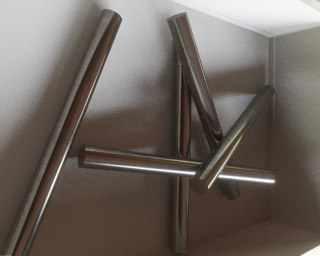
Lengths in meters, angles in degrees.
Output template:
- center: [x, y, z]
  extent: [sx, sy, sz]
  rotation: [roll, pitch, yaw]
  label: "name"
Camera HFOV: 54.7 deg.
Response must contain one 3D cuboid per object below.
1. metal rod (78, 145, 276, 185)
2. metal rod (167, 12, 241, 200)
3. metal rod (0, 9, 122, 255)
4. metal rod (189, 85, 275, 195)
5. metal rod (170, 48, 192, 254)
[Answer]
- center: [0.043, 0.054, 0.411]
  extent: [0.302, 0.025, 0.025]
  rotation: [10, 83, -30]
  label: "metal rod"
- center: [0.070, -0.013, 0.443]
  extent: [0.025, 0.025, 0.299]
  rotation: [-41, 123, -32]
  label: "metal rod"
- center: [-0.101, 0.008, 0.323]
  extent: [0.025, 0.025, 0.299]
  rotation: [29, 72, -37]
  label: "metal rod"
- center: [0.124, 0.000, 0.473]
  extent: [0.302, 0.025, 0.025]
  rotation: [-41, 116, -46]
  label: "metal rod"
- center: [0.030, 0.021, 0.434]
  extent: [0.025, 0.025, 0.298]
  rotation: [2, 89, -40]
  label: "metal rod"
